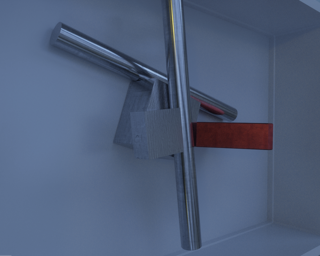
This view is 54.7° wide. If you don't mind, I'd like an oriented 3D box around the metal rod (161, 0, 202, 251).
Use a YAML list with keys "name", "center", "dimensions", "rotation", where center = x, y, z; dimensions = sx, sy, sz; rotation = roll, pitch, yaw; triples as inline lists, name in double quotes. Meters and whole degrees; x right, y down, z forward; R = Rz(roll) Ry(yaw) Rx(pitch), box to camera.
- name: "metal rod"
  center: [0.026, -0.006, 0.363]
  dimensions: [0.025, 0.025, 0.298]
  rotation: [-8, 96, -40]

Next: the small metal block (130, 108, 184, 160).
- name: "small metal block"
  center: [-0.003, 0.005, 0.339]
  dimensions: [0.050, 0.025, 0.050]
  rotation: [-9, 95, -40]

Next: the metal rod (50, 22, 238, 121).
- name: "metal rod"
  center: [0.005, -0.059, 0.411]
  dimensions: [0.302, 0.025, 0.025]
  rotation: [19, 78, -39]

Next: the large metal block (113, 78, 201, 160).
- name: "large metal block"
  center: [-0.002, -0.008, 0.389]
  dimensions: [0.080, 0.050, 0.080]
  rotation: [23, 76, -38]

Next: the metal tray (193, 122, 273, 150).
- name: "metal tray"
  center: [0.102, 0.009, 0.416]
  dimensions: [0.130, 0.090, 0.030]
  rotation: [1, 90, -72]
